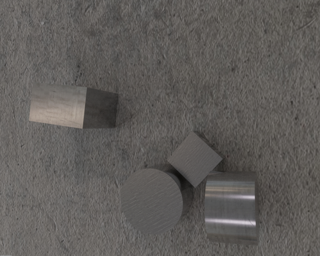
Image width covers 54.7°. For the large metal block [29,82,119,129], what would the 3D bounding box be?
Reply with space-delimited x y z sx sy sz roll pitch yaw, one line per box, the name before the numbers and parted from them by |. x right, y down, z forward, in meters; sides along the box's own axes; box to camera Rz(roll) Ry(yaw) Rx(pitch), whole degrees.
large metal block | -0.113 -0.029 0.420 0.080 0.080 0.050 8 93 20

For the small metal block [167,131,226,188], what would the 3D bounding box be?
small metal block | 0.046 0.039 0.393 0.050 0.025 0.050 44 103 14

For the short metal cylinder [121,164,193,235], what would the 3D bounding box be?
short metal cylinder | -0.003 0.088 0.397 0.080 0.050 0.080 0 90 20

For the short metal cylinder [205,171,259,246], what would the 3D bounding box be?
short metal cylinder | 0.084 0.089 0.350 0.050 0.080 0.080 -2 89 20
